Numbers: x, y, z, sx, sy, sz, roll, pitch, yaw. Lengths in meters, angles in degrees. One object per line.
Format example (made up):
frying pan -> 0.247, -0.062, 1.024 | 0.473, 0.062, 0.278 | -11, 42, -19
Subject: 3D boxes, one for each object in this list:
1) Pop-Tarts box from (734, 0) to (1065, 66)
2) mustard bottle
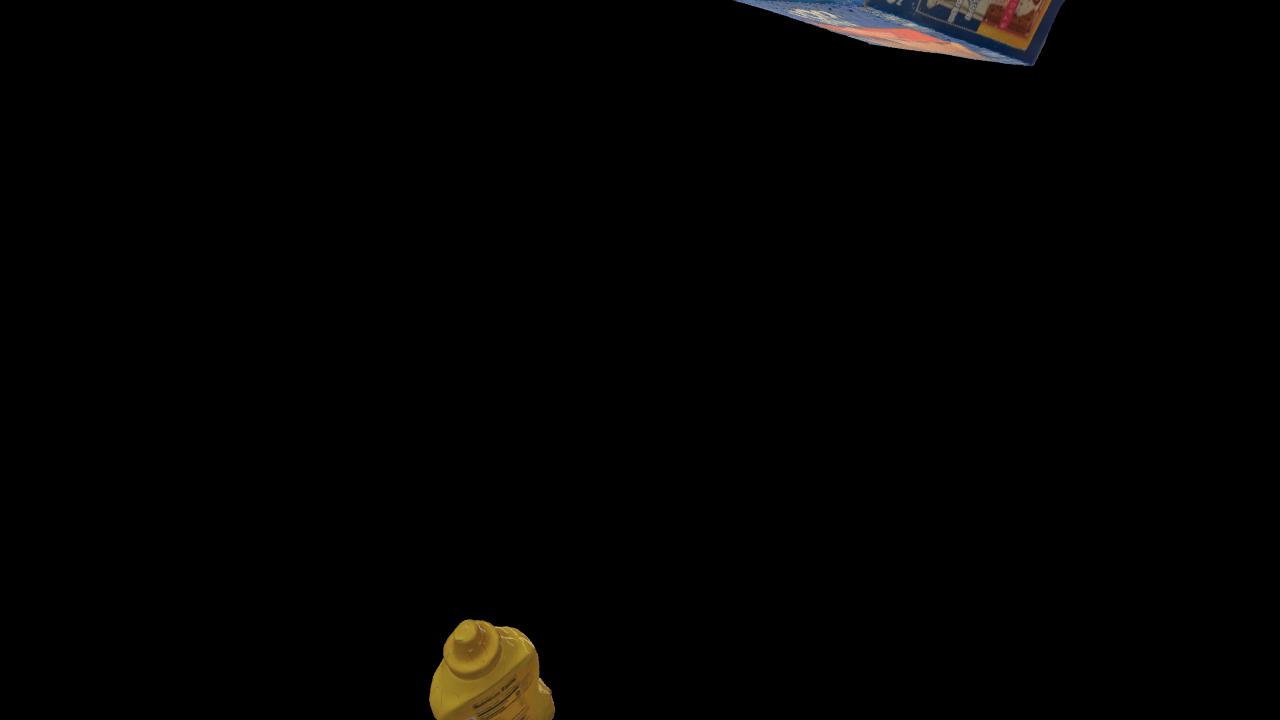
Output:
Pop-Tarts box -> 0.165, -0.259, 0.404 | 0.141, 0.083, 0.167 | 3, 28, -24
mustard bottle -> -0.124, 0.270, 0.507 | 0.092, 0.184, 0.054 | -23, 42, -23
